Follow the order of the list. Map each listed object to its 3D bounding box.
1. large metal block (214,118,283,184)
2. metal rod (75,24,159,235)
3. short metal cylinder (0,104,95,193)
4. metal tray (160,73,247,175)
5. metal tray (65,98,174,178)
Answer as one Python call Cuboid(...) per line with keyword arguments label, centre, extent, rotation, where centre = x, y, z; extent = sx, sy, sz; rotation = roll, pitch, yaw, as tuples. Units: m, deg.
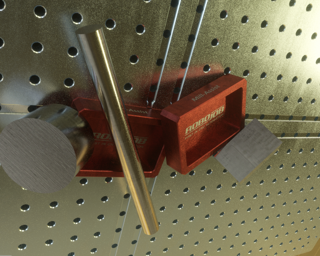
Cuboid(label="large metal block", centre=(0.132, 0.038, 0.468), extent=(0.080, 0.050, 0.080), rotation=(-44, 160, 2))
Cuboid(label="metal rod", centre=(-0.039, 0.028, 0.368), extent=(0.025, 0.025, 0.298), rotation=(-23, 127, -15))
Cuboid(label="short metal cylinder", centre=(-0.115, 0.020, 0.321), extent=(0.080, 0.050, 0.079), rotation=(3, 110, 8))
Cuboid(label="metal tray", centre=(0.063, -0.008, 0.413), extent=(0.131, 0.030, 0.089), rotation=(-31, 131, -30))
Cuboid(label="metal tray", centre=(-0.051, 0.017, 0.390), extent=(0.131, 0.030, 0.089), rotation=(7, 115, -32))
